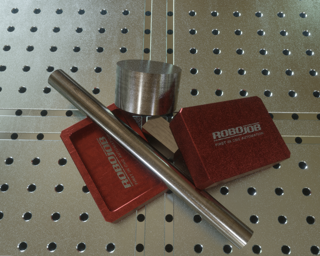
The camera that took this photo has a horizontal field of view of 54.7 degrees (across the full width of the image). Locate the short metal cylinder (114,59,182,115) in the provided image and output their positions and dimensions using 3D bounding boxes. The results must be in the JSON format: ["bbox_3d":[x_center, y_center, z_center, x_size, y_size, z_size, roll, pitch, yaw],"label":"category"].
[{"bbox_3d":[-0.016,-0.054,0.391,0.080,0.080,0.050,8,112,3],"label":"short metal cylinder"}]

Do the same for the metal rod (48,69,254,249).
[{"bbox_3d":[-0.021,0.028,0.366,0.300,0.025,0.025,39,75,12],"label":"metal rod"}]

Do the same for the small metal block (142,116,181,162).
[{"bbox_3d":[0.006,0.013,0.389,0.050,0.050,0.025,39,75,13],"label":"small metal block"}]

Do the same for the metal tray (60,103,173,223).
[{"bbox_3d":[-0.055,0.040,0.389,0.090,0.030,0.130,-30,73,-11],"label":"metal tray"}]

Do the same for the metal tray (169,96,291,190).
[{"bbox_3d":[0.086,0.013,0.374,0.131,0.030,0.090,-11,68,-30],"label":"metal tray"}]
